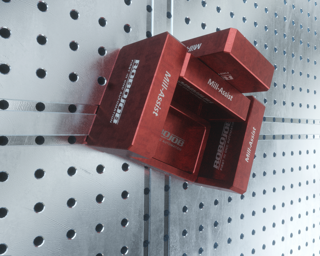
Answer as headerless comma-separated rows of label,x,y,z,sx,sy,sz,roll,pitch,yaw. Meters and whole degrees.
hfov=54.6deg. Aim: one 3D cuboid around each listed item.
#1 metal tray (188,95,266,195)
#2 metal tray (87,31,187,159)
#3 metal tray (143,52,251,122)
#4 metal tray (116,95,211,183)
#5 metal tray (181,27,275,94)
metal tray,0.090,0.021,0.440,0.030,0.090,0.130,28,73,-37
metal tray,-0.027,-0.035,0.343,0.030,0.090,0.130,28,73,-37
metal tray,0.043,-0.046,0.401,0.131,0.090,0.030,27,73,-37
metal tray,0.007,0.011,0.410,0.131,0.030,0.090,28,73,-37
metal tray,0.062,-0.075,0.391,0.090,0.130,0.030,28,73,-37
